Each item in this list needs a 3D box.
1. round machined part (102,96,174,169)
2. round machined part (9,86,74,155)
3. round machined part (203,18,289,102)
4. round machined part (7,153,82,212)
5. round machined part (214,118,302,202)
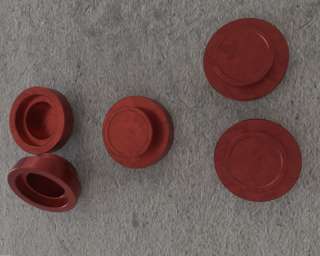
[{"bbox_3d":[-0.034,0.006,0.412,0.098,0.042,0.097,0,90,20],"label":"round machined part"},{"bbox_3d":[-0.169,-0.011,0.460,0.098,0.042,0.097,0,90,20],"label":"round machined part"},{"bbox_3d":[0.099,-0.081,0.365,0.098,0.042,0.097,0,90,20],"label":"round machined part"},{"bbox_3d":[-0.157,0.073,0.438,0.098,0.042,0.097,7,132,8],"label":"round machined part"},{"bbox_3d":[0.112,0.037,0.360,0.098,0.042,0.097,0,90,20],"label":"round machined part"}]
